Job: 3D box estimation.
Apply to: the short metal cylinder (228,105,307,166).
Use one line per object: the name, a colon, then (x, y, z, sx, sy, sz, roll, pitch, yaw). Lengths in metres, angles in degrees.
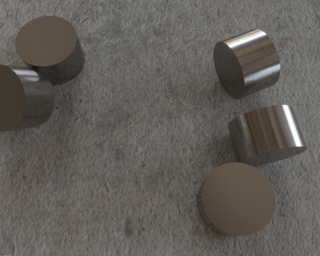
short metal cylinder: (0.128, 0.012, 0.376, 0.081, 0.080, 0.050, -9, 71, -4)

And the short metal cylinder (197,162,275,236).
short metal cylinder: (0.086, 0.085, 0.365, 0.081, 0.050, 0.080, 0, 70, 0)

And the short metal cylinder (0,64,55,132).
short metal cylinder: (-0.182, -0.038, 0.388, 0.080, 0.050, 0.079, 2, 97, 20)

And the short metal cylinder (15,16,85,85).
short metal cylinder: (-0.151, -0.108, 0.432, 0.081, 0.050, 0.080, 0, 70, -1)

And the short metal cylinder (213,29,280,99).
short metal cylinder: (0.113, -0.084, 0.411, 0.050, 0.080, 0.080, -22, 72, -8)
